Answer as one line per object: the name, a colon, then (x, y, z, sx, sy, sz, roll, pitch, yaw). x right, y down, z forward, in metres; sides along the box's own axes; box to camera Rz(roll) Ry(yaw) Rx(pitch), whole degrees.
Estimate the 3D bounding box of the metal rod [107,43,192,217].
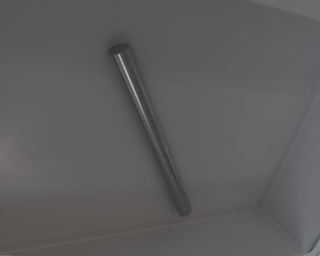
metal rod: (-0.002, 0.026, 0.422, 0.025, 0.025, 0.299, -29, 128, -10)
